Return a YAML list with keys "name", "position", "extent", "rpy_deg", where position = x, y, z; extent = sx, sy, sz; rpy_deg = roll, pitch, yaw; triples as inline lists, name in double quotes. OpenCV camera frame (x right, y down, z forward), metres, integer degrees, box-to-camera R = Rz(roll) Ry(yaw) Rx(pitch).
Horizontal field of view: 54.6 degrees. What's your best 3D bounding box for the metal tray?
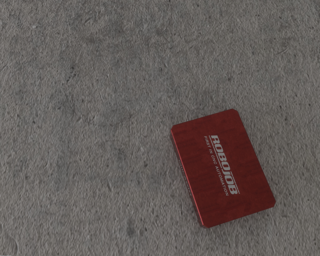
- name: "metal tray"
  position: [0.074, 0.049, 0.388]
  extent: [0.090, 0.030, 0.130]
  rpy_deg: [-16, 71, -6]
